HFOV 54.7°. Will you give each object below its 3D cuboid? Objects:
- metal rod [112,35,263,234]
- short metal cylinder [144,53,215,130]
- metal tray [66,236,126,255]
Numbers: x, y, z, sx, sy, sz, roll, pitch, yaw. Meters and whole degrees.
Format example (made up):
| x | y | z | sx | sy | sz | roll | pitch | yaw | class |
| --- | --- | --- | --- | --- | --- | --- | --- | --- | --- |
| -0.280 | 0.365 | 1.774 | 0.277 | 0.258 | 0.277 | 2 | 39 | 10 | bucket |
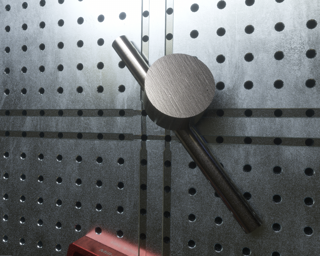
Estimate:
| x | y | z | sx | sy | sz | roll | pitch | yaw | class |
| --- | --- | --- | --- | --- | --- | --- | --- | --- | --- |
| 0.029 | 0.000 | 0.401 | 0.025 | 0.025 | 0.299 | -38 | 78 | 16 | metal rod |
| 0.021 | -0.042 | 0.374 | 0.081 | 0.050 | 0.080 | 2 | 73 | -5 | short metal cylinder |
| -0.075 | 0.222 | 0.435 | 0.130 | 0.030 | 0.089 | 17 | 96 | 18 | metal tray |
